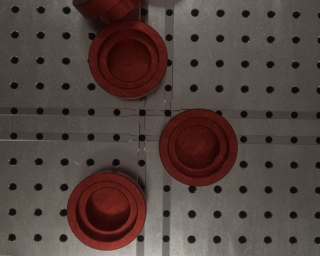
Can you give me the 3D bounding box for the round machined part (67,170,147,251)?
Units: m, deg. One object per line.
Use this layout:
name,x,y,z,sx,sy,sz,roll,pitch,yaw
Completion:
round machined part,-0.066,0.104,0.404,0.099,0.042,0.097,0,90,-1

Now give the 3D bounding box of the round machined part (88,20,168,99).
round machined part,-0.040,-0.086,0.404,0.099,0.042,0.097,0,90,-1

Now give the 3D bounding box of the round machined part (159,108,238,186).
round machined part,0.048,0.024,0.406,0.099,0.042,0.097,0,90,-1

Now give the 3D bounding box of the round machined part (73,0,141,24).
round machined part,-0.057,-0.170,0.386,0.098,0.098,0.042,-44,128,0
